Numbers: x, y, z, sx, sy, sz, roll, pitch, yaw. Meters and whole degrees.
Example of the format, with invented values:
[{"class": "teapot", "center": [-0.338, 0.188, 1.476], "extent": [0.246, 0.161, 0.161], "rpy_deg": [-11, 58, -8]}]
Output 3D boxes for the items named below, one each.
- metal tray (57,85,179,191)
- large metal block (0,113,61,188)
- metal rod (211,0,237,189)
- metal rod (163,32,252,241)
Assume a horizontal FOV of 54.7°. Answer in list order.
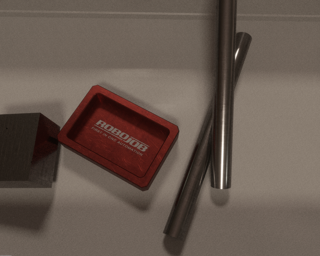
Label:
[{"class": "metal tray", "center": [-0.052, 0.011, 0.402], "extent": [0.130, 0.030, 0.090], "rpy_deg": [28, 72, 9]}, {"class": "large metal block", "center": [-0.176, 0.029, 0.376], "extent": [0.080, 0.050, 0.080], "rpy_deg": [-2, 70, 10]}, {"class": "metal rod", "center": [0.078, -0.076, 0.374], "extent": [0.025, 0.025, 0.298], "rpy_deg": [1, 95, 0]}, {"class": "metal rod", "center": [0.070, -0.003, 0.411], "extent": [0.025, 0.025, 0.300], "rpy_deg": [20, 71, 7]}]
